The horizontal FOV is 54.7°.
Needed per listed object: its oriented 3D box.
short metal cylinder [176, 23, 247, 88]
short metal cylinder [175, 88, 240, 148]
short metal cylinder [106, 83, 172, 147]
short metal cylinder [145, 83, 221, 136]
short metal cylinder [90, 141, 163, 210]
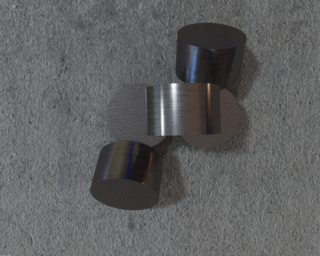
[{"bbox_3d":[0.060,-0.090,0.377,0.081,0.080,0.050,1,128,-1],"label":"short metal cylinder"},{"bbox_3d":[0.056,-0.016,0.399,0.081,0.050,0.079,0,90,-1],"label":"short metal cylinder"},{"bbox_3d":[-0.025,-0.014,0.398,0.081,0.050,0.079,0,90,-1],"label":"short metal cylinder"},{"bbox_3d":[0.025,-0.018,0.334,0.081,0.080,0.050,-1,90,-1],"label":"short metal cylinder"},{"bbox_3d":[-0.039,0.060,0.376,0.081,0.080,0.050,7,51,-1],"label":"short metal cylinder"}]
